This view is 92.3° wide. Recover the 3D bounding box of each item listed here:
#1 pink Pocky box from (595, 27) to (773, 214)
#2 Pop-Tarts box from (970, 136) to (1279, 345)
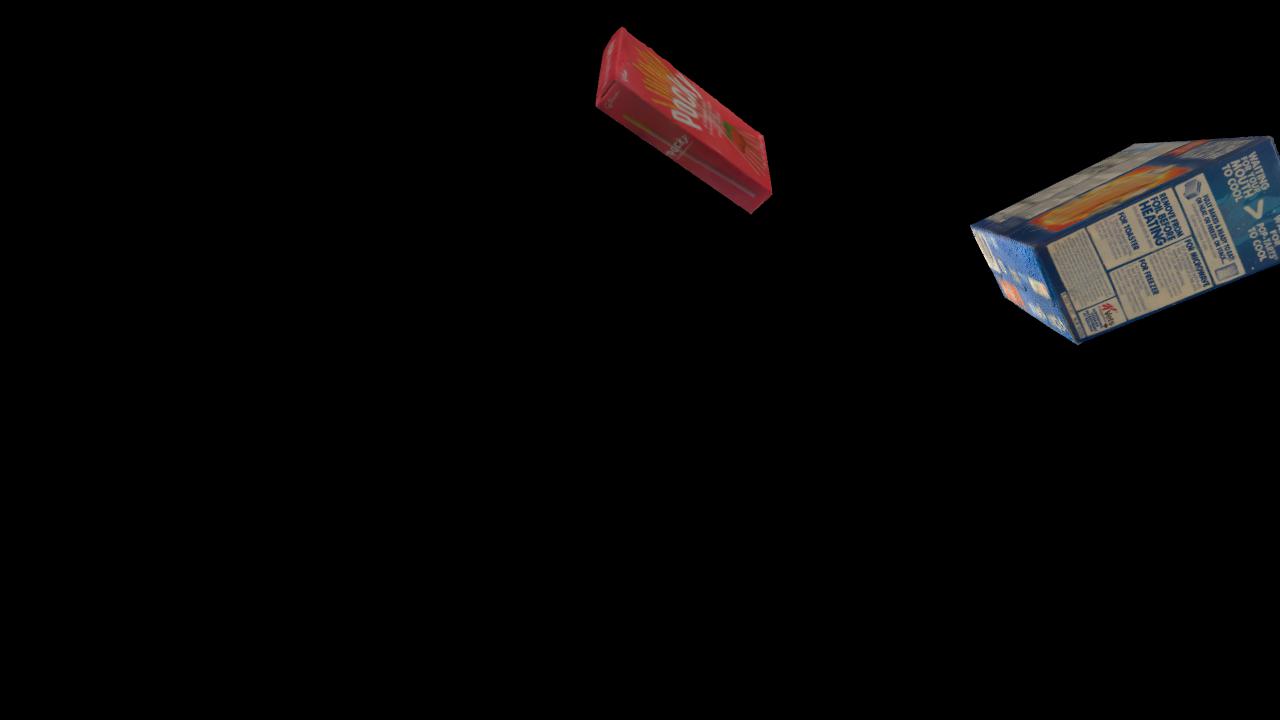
[{"bbox_3d":[0.038,-0.185,0.481,0.155,0.084,0.029,26,-45,-26],"label":"pink Pocky box"},{"bbox_3d":[0.362,-0.096,0.475,0.141,0.083,0.167,-28,9,20],"label":"Pop-Tarts box"}]
